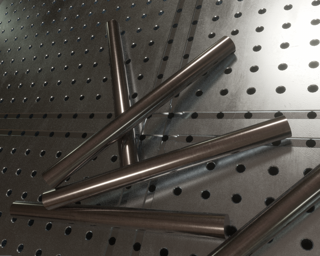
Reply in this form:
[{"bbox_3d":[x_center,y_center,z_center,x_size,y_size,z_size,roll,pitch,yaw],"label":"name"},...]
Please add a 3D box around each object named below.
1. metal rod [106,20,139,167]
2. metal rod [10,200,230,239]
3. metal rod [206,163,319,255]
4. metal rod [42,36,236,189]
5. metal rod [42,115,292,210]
[{"bbox_3d":[-0.062,-0.067,0.479,0.025,0.025,0.299,-22,54,15],"label":"metal rod"},{"bbox_3d":[-0.068,0.107,0.376,0.301,0.025,0.025,-4,60,26],"label":"metal rod"},{"bbox_3d":[0.091,0.102,0.297,0.300,0.025,0.025,-39,51,1],"label":"metal rod"},{"bbox_3d":[-0.021,-0.026,0.407,0.301,0.025,0.025,-38,51,-8],"label":"metal rod"},{"bbox_3d":[-0.002,0.045,0.365,0.301,0.025,0.025,-19,55,11],"label":"metal rod"}]
